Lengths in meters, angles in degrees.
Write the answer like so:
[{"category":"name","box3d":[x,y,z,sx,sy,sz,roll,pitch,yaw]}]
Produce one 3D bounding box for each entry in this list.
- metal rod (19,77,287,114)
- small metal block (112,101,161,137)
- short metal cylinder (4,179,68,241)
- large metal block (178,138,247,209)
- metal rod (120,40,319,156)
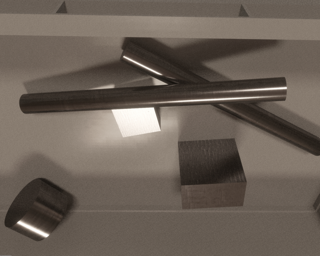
[{"category":"metal rod","box3d":[-0.018,-0.035,0.352,0.301,0.025,0.025,-2,131,11]},{"category":"small metal block","box3d":[-0.029,-0.019,0.393,0.050,0.025,0.050,-10,130,8]},{"category":"short metal cylinder","box3d":[-0.190,0.125,0.477,0.080,0.080,0.050,-32,123,24]},{"category":"large metal block","box3d":[0.068,0.062,0.427,0.080,0.080,0.050,-3,130,2]},{"category":"metal rod","box3d":[0.093,-0.028,0.386,0.302,0.025,0.025,23,126,-19]}]
